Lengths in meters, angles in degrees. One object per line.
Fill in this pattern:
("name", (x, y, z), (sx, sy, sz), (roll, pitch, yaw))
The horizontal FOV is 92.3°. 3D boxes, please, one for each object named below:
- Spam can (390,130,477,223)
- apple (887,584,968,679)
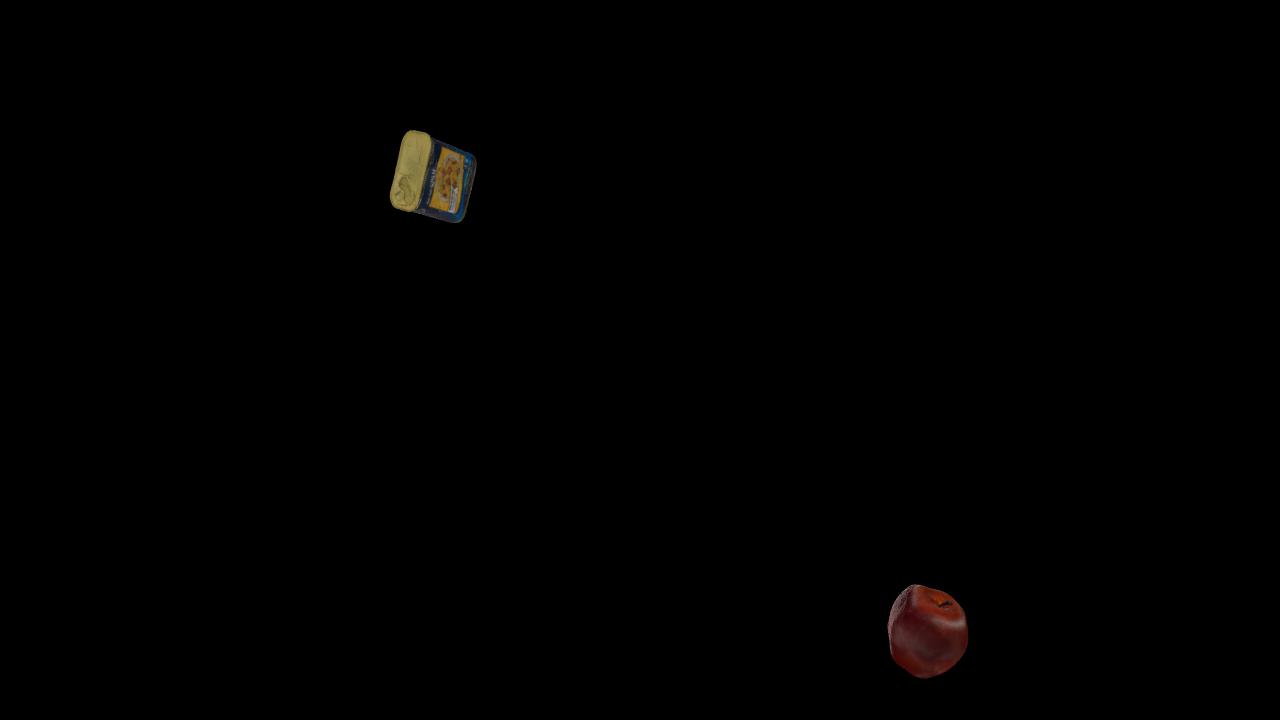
("Spam can", (-0.271, -0.240, 0.816), (0.058, 0.101, 0.085), (22, 10, 28))
("apple", (0.294, 0.279, 0.629), (0.079, 0.093, 0.079), (12, 24, -5))
